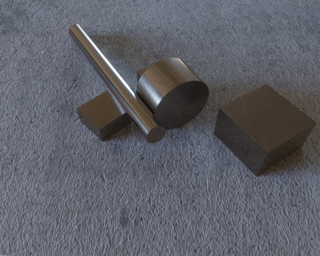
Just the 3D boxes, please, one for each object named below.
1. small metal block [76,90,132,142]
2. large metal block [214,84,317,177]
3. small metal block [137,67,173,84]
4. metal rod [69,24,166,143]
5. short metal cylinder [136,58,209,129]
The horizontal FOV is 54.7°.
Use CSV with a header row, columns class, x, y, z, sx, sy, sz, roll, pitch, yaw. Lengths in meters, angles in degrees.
class,x,y,z,sx,sy,sz,roll,pitch,yaw
small metal block,-0.075,-0.017,0.417,0.050,0.025,0.050,-36,59,-27
large metal block,0.128,0.000,0.388,0.081,0.050,0.080,-26,55,-21
small metal block,-0.004,-0.061,0.438,0.050,0.050,0.025,-18,53,-15
metal rod,-0.076,-0.082,0.449,0.025,0.025,0.300,-23,47,-18
short metal cylinder,0.016,-0.044,0.405,0.081,0.080,0.050,-23,54,-18
